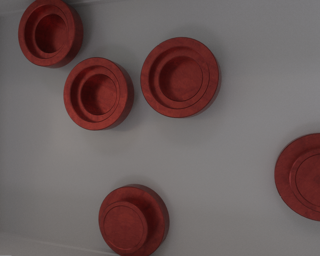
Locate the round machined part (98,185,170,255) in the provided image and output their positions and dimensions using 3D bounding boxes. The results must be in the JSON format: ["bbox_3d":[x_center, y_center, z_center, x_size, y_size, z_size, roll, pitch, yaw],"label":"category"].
[{"bbox_3d":[-0.040,0.128,0.416,0.098,0.042,0.097,0,90,20],"label":"round machined part"}]

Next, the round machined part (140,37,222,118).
[{"bbox_3d":[0.029,-0.061,0.391,0.098,0.042,0.097,0,90,20],"label":"round machined part"}]

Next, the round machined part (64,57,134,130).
[{"bbox_3d":[-0.080,-0.045,0.430,0.098,0.042,0.097,0,90,20],"label":"round machined part"}]

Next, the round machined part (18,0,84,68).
[{"bbox_3d":[-0.154,-0.136,0.455,0.098,0.042,0.097,1,92,19],"label":"round machined part"}]

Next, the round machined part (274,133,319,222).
[{"bbox_3d":[0.177,0.054,0.339,0.098,0.042,0.097,0,90,20],"label":"round machined part"}]
